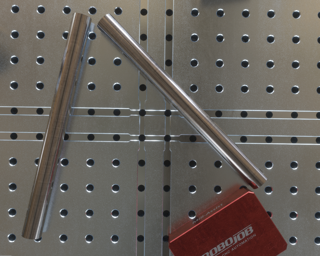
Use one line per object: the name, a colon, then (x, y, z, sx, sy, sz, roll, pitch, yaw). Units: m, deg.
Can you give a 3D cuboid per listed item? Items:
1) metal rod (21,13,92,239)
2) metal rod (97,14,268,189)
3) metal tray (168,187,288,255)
metal rod: (-0.137, -0.003, 0.411, 0.025, 0.025, 0.298, 13, 90, -1)
metal rod: (0.030, -0.035, 0.413, 0.025, 0.025, 0.300, -44, 91, 0)
metal tray: (0.088, 0.152, 0.412, 0.130, 0.030, 0.090, -33, 90, -1)
